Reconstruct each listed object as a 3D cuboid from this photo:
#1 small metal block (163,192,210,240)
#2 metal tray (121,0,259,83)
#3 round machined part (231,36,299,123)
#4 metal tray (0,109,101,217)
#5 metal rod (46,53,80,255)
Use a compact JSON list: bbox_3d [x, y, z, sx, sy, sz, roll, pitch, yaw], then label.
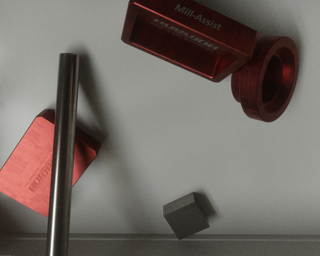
[{"bbox_3d":[0.039,0.131,0.460,0.050,0.025,0.050,-27,108,9],"label":"small metal block"},{"bbox_3d":[0.027,-0.099,0.339,0.131,0.090,0.030,22,78,-9],"label":"metal tray"},{"bbox_3d":[0.120,-0.058,0.364,0.099,0.042,0.097,-18,117,-41],"label":"round machined part"},{"bbox_3d":[-0.155,0.050,0.425,0.090,0.030,0.130,35,106,-13],"label":"metal tray"},{"bbox_3d":[-0.117,0.060,0.370,0.025,0.025,0.298,3,86,-2],"label":"metal rod"}]
